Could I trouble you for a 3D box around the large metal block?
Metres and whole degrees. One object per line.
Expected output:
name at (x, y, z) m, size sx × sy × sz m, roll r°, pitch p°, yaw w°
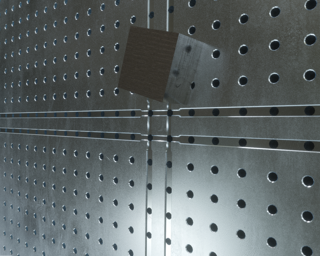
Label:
large metal block at (-0.001, -0.080, 0.395) m, size 0.080 × 0.050 × 0.080 m, roll 22°, pitch 104°, yaw 38°
